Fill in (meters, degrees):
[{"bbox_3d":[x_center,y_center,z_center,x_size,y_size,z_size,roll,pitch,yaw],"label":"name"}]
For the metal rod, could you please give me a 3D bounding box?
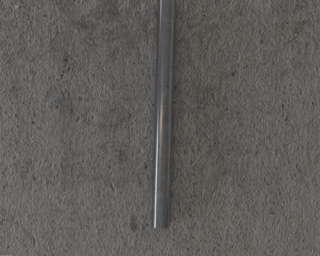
[{"bbox_3d":[0.005,-0.020,0.409,0.025,0.025,0.298,2,90,0],"label":"metal rod"}]
